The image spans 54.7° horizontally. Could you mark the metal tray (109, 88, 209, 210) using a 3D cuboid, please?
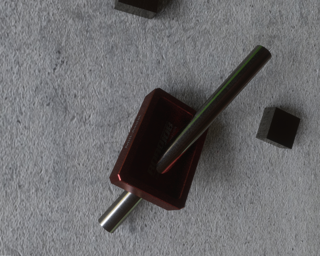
[{"bbox_3d":[0.005,0.026,0.388,0.090,0.030,0.130,30,62,-18],"label":"metal tray"}]

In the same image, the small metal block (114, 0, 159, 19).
[{"bbox_3d":[-0.028,-0.175,0.399,0.050,0.025,0.050,9,87,-20],"label":"small metal block"}]

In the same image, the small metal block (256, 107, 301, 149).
[{"bbox_3d":[0.183,0.000,0.479,0.050,0.025,0.050,22,83,-19],"label":"small metal block"}]

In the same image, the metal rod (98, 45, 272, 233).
[{"bbox_3d":[0.034,0.012,0.394,0.025,0.025,0.300,43,87,-15],"label":"metal rod"}]
